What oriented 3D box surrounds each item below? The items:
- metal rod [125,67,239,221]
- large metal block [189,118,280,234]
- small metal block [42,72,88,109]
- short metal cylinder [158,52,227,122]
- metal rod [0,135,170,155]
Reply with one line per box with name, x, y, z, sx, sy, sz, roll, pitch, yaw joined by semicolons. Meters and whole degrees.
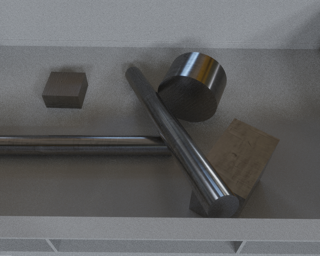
metal rod;0.003;-0.012;0.351;0.025;0.025;0.300;-14;32;-12
large metal block;0.076;0.051;0.328;0.050;0.080;0.080;29;56;21
small metal block;-0.136;-0.055;0.450;0.050;0.025;0.050;2;50;1
short metal cylinder;0.044;-0.054;0.415;0.080;0.080;0.050;17;52;13
metal rod;-0.133;0.021;0.385;0.302;0.025;0.025;0;50;-1
